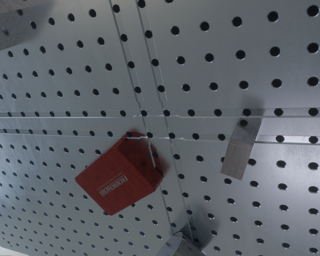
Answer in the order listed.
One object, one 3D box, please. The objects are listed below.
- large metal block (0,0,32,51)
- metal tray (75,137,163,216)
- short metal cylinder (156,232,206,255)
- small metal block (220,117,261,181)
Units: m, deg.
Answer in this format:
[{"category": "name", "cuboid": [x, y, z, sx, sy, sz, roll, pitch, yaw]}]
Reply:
[{"category": "large metal block", "cuboid": [-0.235, -0.160, 0.420, 0.080, 0.050, 0.080, 46, 129, -4]}, {"category": "metal tray", "cuboid": [-0.069, 0.081, 0.495, 0.090, 0.030, 0.129, 48, 129, -6]}, {"category": "short metal cylinder", "cuboid": [0.028, 0.215, 0.494, 0.050, 0.080, 0.080, 42, 129, -1]}, {"category": "small metal block", "cuboid": [0.094, 0.023, 0.360, 0.025, 0.050, 0.050, 19, 126, 17]}]
